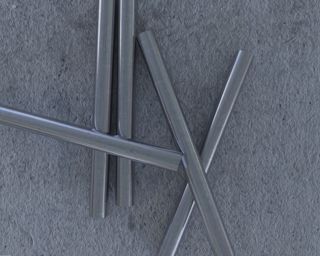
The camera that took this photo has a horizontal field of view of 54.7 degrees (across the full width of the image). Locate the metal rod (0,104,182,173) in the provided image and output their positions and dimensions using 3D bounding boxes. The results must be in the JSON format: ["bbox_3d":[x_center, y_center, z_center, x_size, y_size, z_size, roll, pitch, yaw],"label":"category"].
[{"bbox_3d":[-0.121,0.004,0.388,0.301,0.025,0.025,15,90,7],"label":"metal rod"}]

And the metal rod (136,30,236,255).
[{"bbox_3d":[0.030,0.017,0.391,0.025,0.025,0.299,-19,83,0],"label":"metal rod"}]

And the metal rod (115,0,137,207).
[{"bbox_3d":[-0.044,-0.048,0.409,0.025,0.025,0.298,1,90,-1],"label":"metal rod"}]

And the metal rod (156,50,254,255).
[{"bbox_3d":[0.058,0.041,0.410,0.025,0.025,0.299,22,90,-1],"label":"metal rod"}]

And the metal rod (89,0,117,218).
[{"bbox_3d":[-0.075,-0.034,0.408,0.025,0.025,0.298,2,90,-1],"label":"metal rod"}]
